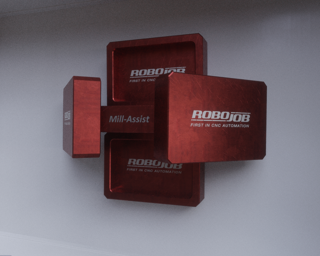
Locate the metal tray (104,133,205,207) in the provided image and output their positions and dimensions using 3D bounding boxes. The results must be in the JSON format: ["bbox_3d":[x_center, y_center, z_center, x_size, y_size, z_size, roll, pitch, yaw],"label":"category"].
[{"bbox_3d":[-0.009,0.050,0.407,0.130,0.030,0.089,1,90,19],"label":"metal tray"}]

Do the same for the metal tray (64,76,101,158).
[{"bbox_3d":[-0.103,-0.012,0.396,0.030,0.130,0.089,1,90,-22],"label":"metal tray"}]

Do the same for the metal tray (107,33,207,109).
[{"bbox_3d":[-0.005,-0.070,0.408,0.130,0.030,0.089,0,90,19],"label":"metal tray"}]

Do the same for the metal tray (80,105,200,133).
[{"bbox_3d":[-0.019,-0.010,0.381,0.130,0.090,0.030,1,90,19],"label":"metal tray"}]

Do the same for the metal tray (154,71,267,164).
[{"bbox_3d":[0.059,-0.009,0.339,0.030,0.131,0.089,1,90,62],"label":"metal tray"}]
